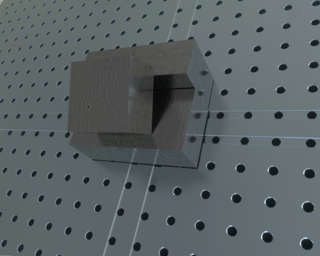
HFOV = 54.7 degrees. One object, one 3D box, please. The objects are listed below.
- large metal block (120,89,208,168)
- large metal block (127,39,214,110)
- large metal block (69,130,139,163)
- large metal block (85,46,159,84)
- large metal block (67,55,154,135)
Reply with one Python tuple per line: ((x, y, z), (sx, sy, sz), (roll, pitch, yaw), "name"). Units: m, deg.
((0.007, 0.000, 0.384), (0.080, 0.050, 0.080), (1, 62, 28), "large metal block")
((0.016, -0.064, 0.402), (0.080, 0.080, 0.050), (1, 62, 28), "large metal block")
((-0.064, -0.001, 0.422), (0.080, 0.050, 0.080), (1, 62, 28), "large metal block")
((-0.055, -0.066, 0.439), (0.080, 0.080, 0.050), (1, 62, 28), "large metal block")
((-0.056, -0.034, 0.355), (0.080, 0.050, 0.080), (0, 86, 28), "large metal block")
